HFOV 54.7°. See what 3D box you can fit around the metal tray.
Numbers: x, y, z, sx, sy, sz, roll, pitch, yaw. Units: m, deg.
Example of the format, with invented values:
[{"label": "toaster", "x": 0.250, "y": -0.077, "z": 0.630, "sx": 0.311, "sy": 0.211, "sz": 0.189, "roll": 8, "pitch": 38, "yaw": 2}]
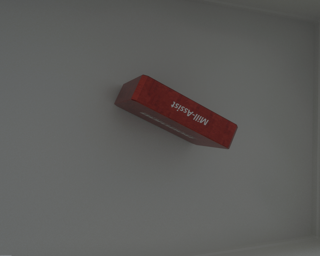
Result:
[{"label": "metal tray", "x": 0.017, "y": -0.016, "z": 0.380, "sx": 0.131, "sy": 0.090, "sz": 0.030, "roll": 26, "pitch": 81, "yaw": -19}]
